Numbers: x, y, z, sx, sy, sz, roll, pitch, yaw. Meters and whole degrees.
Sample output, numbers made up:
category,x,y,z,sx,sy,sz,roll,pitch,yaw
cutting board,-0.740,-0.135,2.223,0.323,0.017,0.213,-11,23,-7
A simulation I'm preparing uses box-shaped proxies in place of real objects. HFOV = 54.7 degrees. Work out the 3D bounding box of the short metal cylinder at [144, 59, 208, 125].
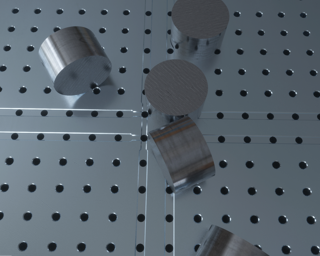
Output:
category,x,y,z,sx,sy,sz,roll,pitch,yaw
short metal cylinder,0.021,-0.044,0.415,0.081,0.050,0.080,0,70,0

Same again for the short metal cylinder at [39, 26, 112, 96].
category,x,y,z,sx,sy,sz,roll,pitch,yaw
short metal cylinder,-0.112,-0.088,0.414,0.080,0.080,0.050,-28,73,-10

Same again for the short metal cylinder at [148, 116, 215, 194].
category,x,y,z,sx,sy,sz,roll,pitch,yaw
short metal cylinder,0.024,0.032,0.371,0.050,0.080,0.080,-23,72,-8

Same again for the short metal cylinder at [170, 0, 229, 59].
category,x,y,z,sx,sy,sz,roll,pitch,yaw
short metal cylinder,0.056,-0.149,0.453,0.081,0.050,0.080,0,70,0

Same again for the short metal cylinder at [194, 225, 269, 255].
category,x,y,z,sx,sy,sz,roll,pitch,yaw
short metal cylinder,0.078,0.147,0.329,0.080,0.080,0.050,30,73,10
